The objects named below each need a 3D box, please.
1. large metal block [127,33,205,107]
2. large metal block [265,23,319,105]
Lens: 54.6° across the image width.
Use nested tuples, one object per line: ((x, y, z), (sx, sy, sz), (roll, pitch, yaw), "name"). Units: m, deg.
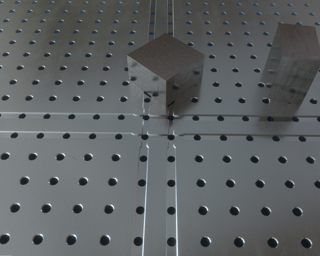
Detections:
((0.009, -0.090, 0.467), (0.080, 0.050, 0.080), (-37, 59, -27), "large metal block")
((0.190, -0.093, 0.451), (0.050, 0.080, 0.080), (8, 51, 7), "large metal block")
